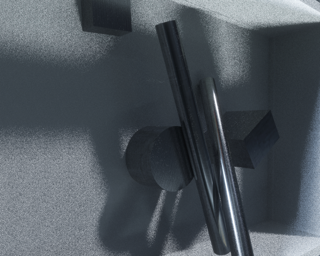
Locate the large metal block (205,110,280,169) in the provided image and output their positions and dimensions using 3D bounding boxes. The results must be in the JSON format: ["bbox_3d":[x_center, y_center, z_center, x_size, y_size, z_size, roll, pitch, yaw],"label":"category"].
[{"bbox_3d":[0.122,0.015,0.476,0.080,0.080,0.050,-40,115,-33],"label":"large metal block"}]

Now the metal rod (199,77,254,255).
[{"bbox_3d":[0.085,0.061,0.400,0.025,0.025,0.299,19,52,-39],"label":"metal rod"}]

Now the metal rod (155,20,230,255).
[{"bbox_3d":[0.045,0.022,0.381,0.025,0.025,0.298,-26,106,-37],"label":"metal rod"}]

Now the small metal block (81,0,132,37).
[{"bbox_3d":[-0.062,-0.136,0.356,0.050,0.025,0.050,-5,94,-40],"label":"small metal block"}]

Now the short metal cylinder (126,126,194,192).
[{"bbox_3d":[0.004,0.037,0.395,0.081,0.050,0.079,0,90,-40],"label":"short metal cylinder"}]
